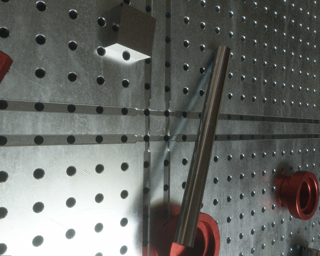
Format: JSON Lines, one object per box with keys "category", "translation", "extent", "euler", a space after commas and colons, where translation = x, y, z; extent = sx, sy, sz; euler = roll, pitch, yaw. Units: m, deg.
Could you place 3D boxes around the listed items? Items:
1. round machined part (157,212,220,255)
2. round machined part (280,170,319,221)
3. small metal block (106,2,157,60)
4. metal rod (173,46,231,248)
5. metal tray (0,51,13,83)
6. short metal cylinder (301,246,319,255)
{"category": "round machined part", "translation": [0.036, 0.162, 0.428], "extent": [0.099, 0.042, 0.097], "euler": [0, 90, -40]}
{"category": "round machined part", "translation": [0.284, 0.136, 0.636], "extent": [0.099, 0.042, 0.097], "euler": [0, 90, -40]}
{"category": "small metal block", "translation": [-0.035, -0.117, 0.380], "extent": [0.050, 0.025, 0.050], "euler": [13, 82, -39]}
{"category": "metal rod", "translation": [0.065, 0.009, 0.434], "extent": [0.025, 0.025, 0.300], "euler": [34, 60, -35]}
{"category": "metal tray", "translation": [-0.182, -0.065, 0.214], "extent": [0.130, 0.090, 0.030], "euler": [33, 70, -35]}
{"category": "short metal cylinder", "translation": [0.345, 0.291, 0.663], "extent": [0.080, 0.080, 0.050], "euler": [24, 75, -38]}
